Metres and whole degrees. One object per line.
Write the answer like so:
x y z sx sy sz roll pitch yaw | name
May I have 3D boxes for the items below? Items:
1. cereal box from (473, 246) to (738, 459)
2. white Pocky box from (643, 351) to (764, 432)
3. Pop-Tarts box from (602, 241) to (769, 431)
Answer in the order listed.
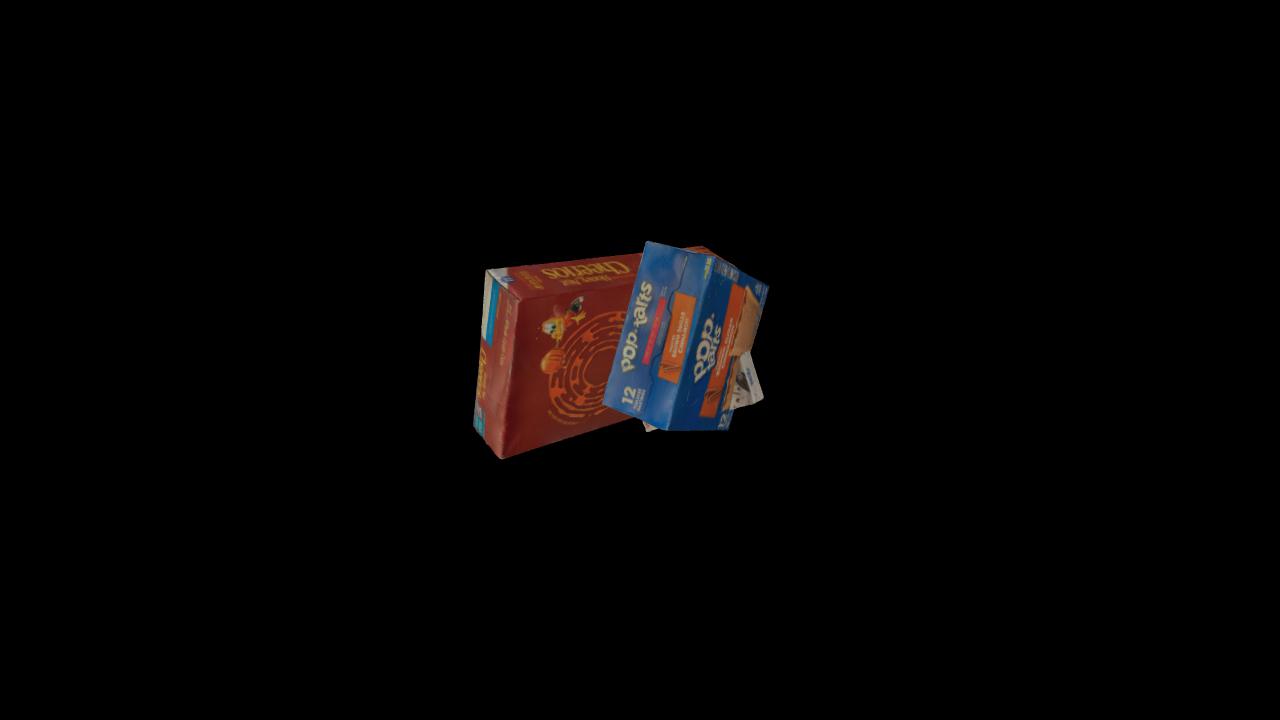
-0.038 -0.019 0.724 0.306 0.203 0.081 -14 40 -36 | cereal box
0.059 0.025 0.699 0.154 0.084 0.028 -20 -4 37 | white Pocky box
0.052 -0.018 0.631 0.083 0.167 0.141 17 3 33 | Pop-Tarts box
